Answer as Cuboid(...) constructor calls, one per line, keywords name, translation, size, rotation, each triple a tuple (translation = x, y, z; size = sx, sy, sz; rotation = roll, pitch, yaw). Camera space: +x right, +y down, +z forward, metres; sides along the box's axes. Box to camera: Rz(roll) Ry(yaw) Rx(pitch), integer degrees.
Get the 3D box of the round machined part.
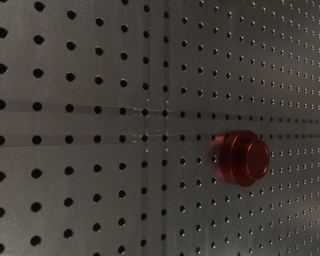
Cuboid(name="round machined part", translation=(0.150, 0.052, 0.527), size=(0.099, 0.042, 0.097), rotation=(0, 90, -40))
